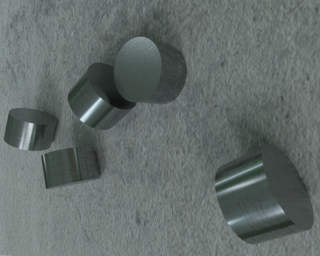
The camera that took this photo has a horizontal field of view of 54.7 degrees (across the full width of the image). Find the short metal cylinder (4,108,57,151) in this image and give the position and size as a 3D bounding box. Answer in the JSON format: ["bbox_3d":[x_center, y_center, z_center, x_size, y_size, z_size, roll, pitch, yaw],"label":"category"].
[{"bbox_3d":[-0.232,0.001,0.557,0.080,0.081,0.050,29,108,36],"label":"short metal cylinder"}]

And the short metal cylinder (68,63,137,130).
[{"bbox_3d":[-0.079,-0.044,0.432,0.050,0.081,0.080,-40,66,32],"label":"short metal cylinder"}]

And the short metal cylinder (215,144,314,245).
[{"bbox_3d":[0.097,0.061,0.288,0.050,0.081,0.080,-34,70,35],"label":"short metal cylinder"}]

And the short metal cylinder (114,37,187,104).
[{"bbox_3d":[-0.013,-0.071,0.398,0.080,0.050,0.079,0,90,39],"label":"short metal cylinder"}]

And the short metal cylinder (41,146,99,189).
[{"bbox_3d":[-0.138,0.062,0.480,0.080,0.081,0.050,-20,78,38],"label":"short metal cylinder"}]
